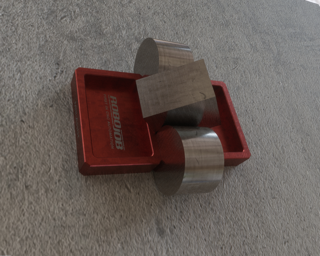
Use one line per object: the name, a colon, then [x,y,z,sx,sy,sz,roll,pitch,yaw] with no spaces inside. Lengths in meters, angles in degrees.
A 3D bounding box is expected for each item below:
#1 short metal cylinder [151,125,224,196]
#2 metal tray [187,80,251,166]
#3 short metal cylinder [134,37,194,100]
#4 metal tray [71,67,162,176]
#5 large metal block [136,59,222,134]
short metal cylinder: [0.030,0.037,0.363,0.050,0.080,0.080,2,61,-27]
metal tray: [0.068,-0.010,0.445,0.091,0.030,0.130,2,61,-28]
short metal cylinder: [0.003,-0.078,0.419,0.050,0.080,0.080,2,61,-27]
metal tray: [-0.056,-0.010,0.378,0.091,0.030,0.130,2,61,-28]
large metal block: [0.025,-0.029,0.375,0.080,0.080,0.050,-17,65,9]
